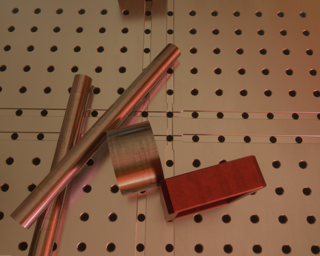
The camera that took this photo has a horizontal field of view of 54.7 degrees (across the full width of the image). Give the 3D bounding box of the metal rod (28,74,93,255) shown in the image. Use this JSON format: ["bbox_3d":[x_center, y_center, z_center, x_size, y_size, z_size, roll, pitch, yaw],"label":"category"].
[{"bbox_3d":[-0.128,0.070,0.385,0.025,0.025,0.299,7,70,2],"label":"metal rod"}]

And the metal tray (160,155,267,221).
[{"bbox_3d":[0.047,0.070,0.331,0.091,0.130,0.030,-15,71,-5],"label":"metal tray"}]

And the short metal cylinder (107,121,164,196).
[{"bbox_3d":[-0.029,0.036,0.369,0.050,0.080,0.080,-14,71,-5],"label":"short metal cylinder"}]

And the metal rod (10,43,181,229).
[{"bbox_3d":[-0.067,-0.005,0.396,0.025,0.025,0.301,34,67,11],"label":"metal rod"}]
